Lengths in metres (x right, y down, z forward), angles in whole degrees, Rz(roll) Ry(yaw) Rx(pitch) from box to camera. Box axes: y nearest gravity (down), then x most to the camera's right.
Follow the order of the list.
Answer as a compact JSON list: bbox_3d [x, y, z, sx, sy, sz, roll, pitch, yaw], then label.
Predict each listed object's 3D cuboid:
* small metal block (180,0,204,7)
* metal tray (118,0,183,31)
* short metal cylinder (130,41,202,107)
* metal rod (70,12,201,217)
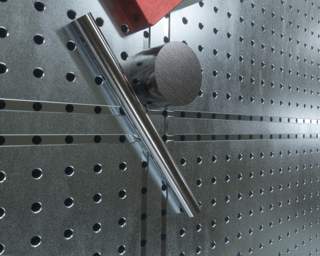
[{"bbox_3d":[0.050,-0.207,0.437,0.025,0.050,0.050,10,84,-40],"label":"small metal block"},{"bbox_3d":[-0.027,-0.201,0.385,0.090,0.030,0.130,-49,119,-29],"label":"metal tray"},{"bbox_3d":[0.008,-0.067,0.402,0.081,0.050,0.079,0,90,-40],"label":"short metal cylinder"},{"bbox_3d":[-0.019,0.000,0.394,0.025,0.025,0.299,-44,117,-31],"label":"metal rod"}]
